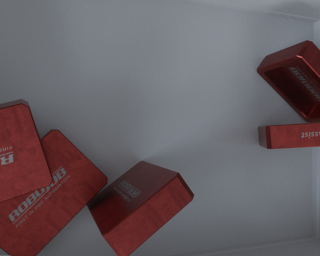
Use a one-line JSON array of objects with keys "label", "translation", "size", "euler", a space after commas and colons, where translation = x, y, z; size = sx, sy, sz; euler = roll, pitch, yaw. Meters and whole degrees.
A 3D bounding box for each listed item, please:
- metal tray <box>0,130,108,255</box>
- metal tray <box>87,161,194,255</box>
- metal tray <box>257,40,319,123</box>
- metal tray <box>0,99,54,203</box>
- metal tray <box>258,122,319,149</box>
[{"label": "metal tray", "translation": [-0.138, 0.075, 0.357], "size": [0.130, 0.030, 0.090], "euler": [-46, 105, -15]}, {"label": "metal tray", "translation": [-0.029, 0.081, 0.345], "size": [0.090, 0.130, 0.030], "euler": [-37, 102, -16]}, {"label": "metal tray", "translation": [0.219, -0.062, 0.456], "size": [0.130, 0.090, 0.030], "euler": [40, 75, -14]}, {"label": "metal tray", "translation": [-0.182, 0.032, 0.298], "size": [0.131, 0.030, 0.089], "euler": [-18, 110, -20]}, {"label": "metal tray", "translation": [0.208, 0.008, 0.425], "size": [0.131, 0.090, 0.030], "euler": [-4, 89, 11]}]
